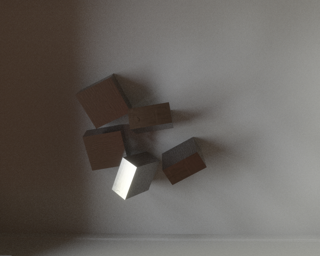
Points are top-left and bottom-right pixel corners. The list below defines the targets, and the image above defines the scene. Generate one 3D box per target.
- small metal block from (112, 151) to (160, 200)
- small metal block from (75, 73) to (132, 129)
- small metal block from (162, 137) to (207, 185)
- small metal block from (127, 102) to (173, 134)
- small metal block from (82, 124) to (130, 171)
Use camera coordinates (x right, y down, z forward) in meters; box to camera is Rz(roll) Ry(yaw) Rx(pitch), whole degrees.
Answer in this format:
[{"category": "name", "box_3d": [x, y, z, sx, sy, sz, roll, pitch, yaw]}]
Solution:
[{"category": "small metal block", "box_3d": [-0.032, 0.063, 0.418, 0.025, 0.050, 0.050, 31, 112, 29]}, {"category": "small metal block", "box_3d": [-0.071, -0.035, 0.398, 0.050, 0.025, 0.050, -26, 109, 8]}, {"category": "small metal block", "box_3d": [0.031, 0.043, 0.414, 0.050, 0.050, 0.025, -29, 108, 10]}, {"category": "small metal block", "box_3d": [-0.010, -0.011, 0.391, 0.050, 0.050, 0.025, -9, 82, 3]}, {"category": "small metal block", "box_3d": [-0.071, 0.026, 0.420, 0.050, 0.025, 0.050, -10, 110, 3]}]
